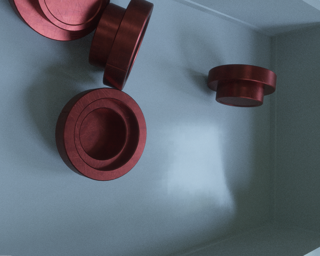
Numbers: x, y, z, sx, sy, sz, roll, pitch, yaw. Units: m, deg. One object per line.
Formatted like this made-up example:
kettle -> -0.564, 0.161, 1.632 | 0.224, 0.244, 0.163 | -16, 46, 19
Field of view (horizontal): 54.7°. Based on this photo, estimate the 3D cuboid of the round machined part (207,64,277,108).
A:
round machined part -> 0.119, -0.058, 0.459 | 0.099, 0.098, 0.042 | 13, 82, -39

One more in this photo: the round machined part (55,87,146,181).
round machined part -> -0.066, 0.006, 0.338 | 0.099, 0.042, 0.097 | -2, 93, -39

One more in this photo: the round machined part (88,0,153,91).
round machined part -> -0.044, -0.092, 0.331 | 0.042, 0.098, 0.098 | 21, 75, -6

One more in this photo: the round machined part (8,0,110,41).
round machined part -> -0.090, -0.131, 0.295 | 0.099, 0.042, 0.097 | -22, 130, -29
